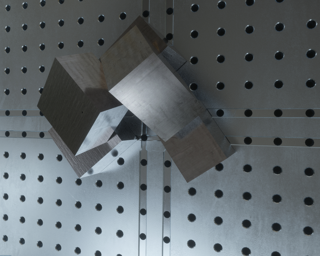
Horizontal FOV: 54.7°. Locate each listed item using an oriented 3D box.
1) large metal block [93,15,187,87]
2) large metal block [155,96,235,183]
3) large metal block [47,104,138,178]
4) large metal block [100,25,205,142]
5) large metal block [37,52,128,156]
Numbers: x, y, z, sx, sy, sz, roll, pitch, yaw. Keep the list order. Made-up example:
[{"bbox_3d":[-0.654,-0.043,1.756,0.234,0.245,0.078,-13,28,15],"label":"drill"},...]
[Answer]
[{"bbox_3d":[-0.022,-0.082,0.389,0.080,0.080,0.050,-43,77,15],"label":"large metal block"},{"bbox_3d":[0.041,0.011,0.367,0.050,0.080,0.080,-35,79,16],"label":"large metal block"},{"bbox_3d":[-0.093,0.010,0.430,0.080,0.050,0.080,-41,78,15],"label":"large metal block"},{"bbox_3d":[-0.010,-0.046,0.311,0.050,0.080,0.080,-39,35,11],"label":"large metal block"},{"bbox_3d":[-0.089,-0.028,0.360,0.080,0.050,0.080,49,130,13],"label":"large metal block"}]
